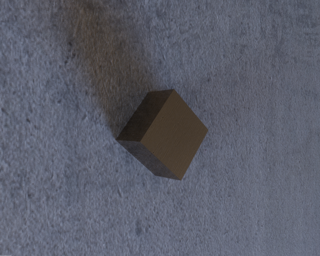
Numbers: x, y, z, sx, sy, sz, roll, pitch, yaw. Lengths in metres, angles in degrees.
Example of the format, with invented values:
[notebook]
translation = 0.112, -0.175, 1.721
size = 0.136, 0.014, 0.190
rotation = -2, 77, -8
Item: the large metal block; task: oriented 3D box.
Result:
[large metal block]
translation = 0.005, 0.009, 0.395
size = 0.080, 0.050, 0.080
rotation = 47, 62, -30
